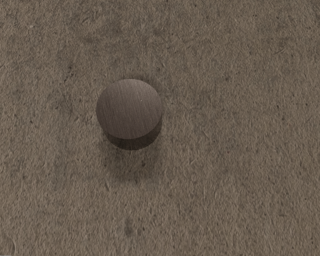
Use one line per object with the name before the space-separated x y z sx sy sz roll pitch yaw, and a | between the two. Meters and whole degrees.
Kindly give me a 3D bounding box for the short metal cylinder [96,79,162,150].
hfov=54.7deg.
short metal cylinder | -0.038 -0.016 0.400 0.081 0.050 0.080 0 70 0
